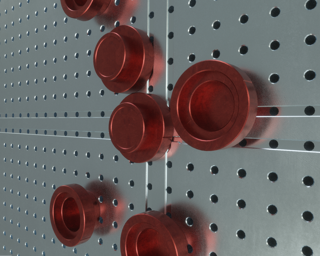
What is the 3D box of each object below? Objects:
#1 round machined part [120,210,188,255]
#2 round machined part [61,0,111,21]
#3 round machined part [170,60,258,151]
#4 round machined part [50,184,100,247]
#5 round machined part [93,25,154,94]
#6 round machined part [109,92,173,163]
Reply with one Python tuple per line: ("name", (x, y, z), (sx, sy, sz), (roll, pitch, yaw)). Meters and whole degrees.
("round machined part", (-0.003, 0.156, 0.402), (0.098, 0.042, 0.097), (0, 90, 40))
("round machined part", (-0.113, -0.219, 0.494), (0.098, 0.042, 0.097), (0, 90, 40))
("round machined part", (0.063, -0.024, 0.347), (0.098, 0.042, 0.097), (0, 90, 40))
("round machined part", (-0.137, 0.141, 0.513), (0.098, 0.042, 0.097), (0, 90, 40))
("round machined part", (-0.059, -0.100, 0.448), (0.098, 0.042, 0.097), (0, 90, 40))
("round machined part", (-0.033, 0.000, 0.427), (0.098, 0.042, 0.097), (0, 90, 40))
